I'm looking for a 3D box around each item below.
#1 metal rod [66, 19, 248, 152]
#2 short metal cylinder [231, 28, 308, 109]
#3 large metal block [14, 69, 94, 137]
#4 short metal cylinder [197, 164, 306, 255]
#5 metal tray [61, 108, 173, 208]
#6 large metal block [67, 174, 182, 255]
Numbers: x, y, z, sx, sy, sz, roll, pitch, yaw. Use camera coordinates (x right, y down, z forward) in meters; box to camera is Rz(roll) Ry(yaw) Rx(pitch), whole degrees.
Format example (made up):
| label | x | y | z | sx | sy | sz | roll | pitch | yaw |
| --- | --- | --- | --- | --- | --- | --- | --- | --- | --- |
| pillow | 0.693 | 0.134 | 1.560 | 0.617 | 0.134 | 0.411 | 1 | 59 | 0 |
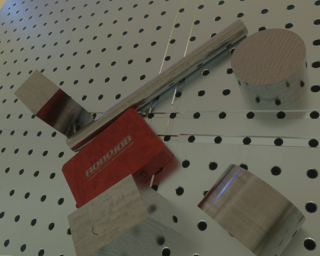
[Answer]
| label | x | y | z | sx | sy | sz | roll | pitch | yaw |
| --- | --- | --- | --- | --- | --- | --- | --- | --- | --- |
| metal rod | -0.008 | -0.058 | 0.447 | 0.300 | 0.025 | 0.025 | -34 | 51 | 5 |
| short metal cylinder | 0.130 | -0.070 | 0.367 | 0.080 | 0.050 | 0.080 | -13 | 56 | 21 |
| large metal block | -0.164 | -0.035 | 0.481 | 0.080 | 0.080 | 0.050 | 34 | 81 | 38 |
| short metal cylinder | 0.081 | 0.078 | 0.283 | 0.080 | 0.080 | 0.050 | 35 | 82 | 38 |
| metal tray | -0.059 | 0.045 | 0.408 | 0.130 | 0.030 | 0.090 | -41 | 51 | 0 |
| large metal block | -0.035 | 0.103 | 0.328 | 0.080 | 0.080 | 0.050 | -34 | 51 | 6 |
